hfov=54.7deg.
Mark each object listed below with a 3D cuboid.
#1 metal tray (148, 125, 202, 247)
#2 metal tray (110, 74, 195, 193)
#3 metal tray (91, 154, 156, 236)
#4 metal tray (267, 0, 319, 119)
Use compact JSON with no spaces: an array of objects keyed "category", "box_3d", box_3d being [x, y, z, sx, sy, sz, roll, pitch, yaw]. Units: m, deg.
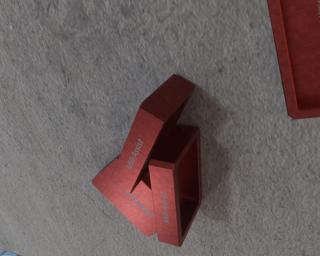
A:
[{"category":"metal tray","box_3d":[0.024,0.073,0.395,0.030,0.090,0.129,8,122,24]},{"category":"metal tray","box_3d":[-0.010,0.008,0.373,0.030,0.090,0.129,32,128,8]},{"category":"metal tray","box_3d":[-0.034,0.103,0.483,0.130,0.030,0.090,46,129,-4]},{"category":"metal tray","box_3d":[0.154,-0.075,0.275,0.090,0.030,0.129,-6,116,30]}]
